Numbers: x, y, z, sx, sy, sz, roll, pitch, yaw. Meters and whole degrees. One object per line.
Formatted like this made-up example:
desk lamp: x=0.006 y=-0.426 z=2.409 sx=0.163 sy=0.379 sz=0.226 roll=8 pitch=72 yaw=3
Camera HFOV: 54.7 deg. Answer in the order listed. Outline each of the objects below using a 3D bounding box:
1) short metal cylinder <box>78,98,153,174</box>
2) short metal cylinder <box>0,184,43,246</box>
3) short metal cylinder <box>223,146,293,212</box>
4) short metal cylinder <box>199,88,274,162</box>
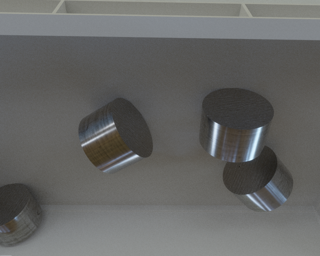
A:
short metal cylinder: x=-0.052 y=0.010 z=0.381 sx=0.050 sy=0.080 sz=0.080 roll=-28 pitch=125 yaw=21
short metal cylinder: x=-0.234 y=0.134 z=0.484 sx=0.080 sy=0.080 sz=0.050 roll=-8 pitch=130 yaw=6
short metal cylinder: x=0.137 y=0.070 z=0.435 sx=0.080 sy=0.080 sz=0.050 roll=-31 pitch=124 yaw=23
short metal cylinder: x=0.089 y=-0.005 z=0.370 sx=0.081 sy=0.080 sz=0.050 roll=0 pitch=130 yaw=0
